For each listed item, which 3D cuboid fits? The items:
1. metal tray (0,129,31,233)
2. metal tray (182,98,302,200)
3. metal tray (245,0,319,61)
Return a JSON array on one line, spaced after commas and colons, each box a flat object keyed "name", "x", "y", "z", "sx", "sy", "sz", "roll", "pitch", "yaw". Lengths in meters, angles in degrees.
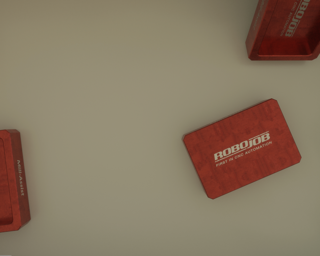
[{"name": "metal tray", "x": -0.228, "y": 0.071, "z": 0.406, "sx": 0.091, "sy": 0.030, "sz": 0.129, "roll": -7, "pitch": 90, "yaw": 0}, {"name": "metal tray", "x": 0.105, "y": 0.027, "z": 0.410, "sx": 0.131, "sy": 0.030, "sz": 0.090, "roll": -23, "pitch": 90, "yaw": 0}, {"name": "metal tray", "x": 0.161, "y": -0.133, "z": 0.361, "sx": 0.091, "sy": 0.129, "sz": 0.030, "roll": 0, "pitch": 61, "yaw": 0}]
